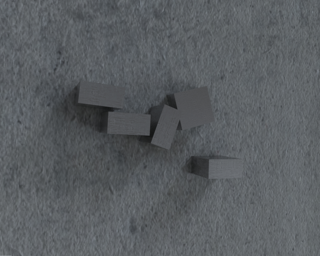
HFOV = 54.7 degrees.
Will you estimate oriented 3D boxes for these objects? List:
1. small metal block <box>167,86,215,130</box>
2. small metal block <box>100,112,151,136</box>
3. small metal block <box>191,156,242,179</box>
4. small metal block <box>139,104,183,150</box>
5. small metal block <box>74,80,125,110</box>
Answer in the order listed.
[{"bbox_3d":[0.042,-0.027,0.426,0.050,0.025,0.050,-15,95,-20],"label":"small metal block"},{"bbox_3d":[-0.044,-0.005,0.380,0.050,0.050,0.025,3,89,-20],"label":"small metal block"},{"bbox_3d":[0.077,0.053,0.426,0.050,0.050,0.025,2,90,-20],"label":"small metal block"},{"bbox_3d":[0.000,-0.001,0.397,0.025,0.050,0.050,22,83,-19],"label":"small metal block"},{"bbox_3d":[-0.073,-0.037,0.369,0.050,0.050,0.025,7,88,-20],"label":"small metal block"}]
